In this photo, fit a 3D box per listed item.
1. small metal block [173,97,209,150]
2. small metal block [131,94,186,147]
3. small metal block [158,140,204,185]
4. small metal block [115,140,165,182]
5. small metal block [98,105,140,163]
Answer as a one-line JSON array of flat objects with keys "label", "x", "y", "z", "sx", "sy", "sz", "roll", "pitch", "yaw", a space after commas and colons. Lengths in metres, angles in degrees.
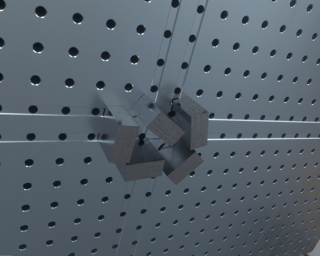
[{"label": "small metal block", "x": 0.040, "y": -0.007, "z": 0.411, "sx": 0.025, "sy": 0.050, "sz": 0.050, "roll": -15, "pitch": 124, "yaw": -20}, {"label": "small metal block", "x": -0.002, "y": -0.010, "z": 0.387, "sx": 0.025, "sy": 0.050, "sz": 0.050, "roll": -47, "pitch": 130, "yaw": 6}, {"label": "small metal block", "x": 0.024, "y": 0.043, "z": 0.433, "sx": 0.050, "sy": 0.050, "sz": 0.025, "roll": -41, "pitch": 128, "yaw": -1}, {"label": "small metal block", "x": -0.029, "y": 0.041, "z": 0.404, "sx": 0.050, "sy": 0.050, "sz": 0.025, "roll": -5, "pitch": 121, "yaw": -26}, {"label": "small metal block", "x": -0.051, "y": 0.007, "z": 0.371, "sx": 0.025, "sy": 0.050, "sz": 0.050, "roll": 4, "pitch": 117, "yaw": -30}]
